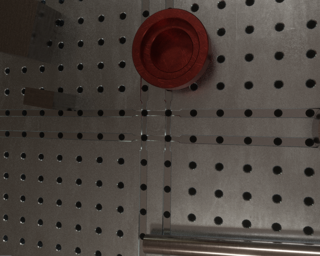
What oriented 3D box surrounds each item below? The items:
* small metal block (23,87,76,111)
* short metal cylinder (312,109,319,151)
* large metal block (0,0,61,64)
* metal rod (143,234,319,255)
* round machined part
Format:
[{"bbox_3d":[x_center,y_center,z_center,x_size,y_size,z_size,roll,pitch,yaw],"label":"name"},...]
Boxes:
[{"bbox_3d":[-0.161,-0.042,0.454,0.050,0.050,0.025,10,94,19],"label":"small metal block"},{"bbox_3d":[0.208,0.002,0.326,0.080,0.050,0.079,0,90,19],"label":"short metal cylinder"},{"bbox_3d":[-0.207,-0.148,0.470,0.080,0.050,0.079,15,95,19],"label":"large metal block"},{"bbox_3d":[0.123,0.147,0.368,0.301,0.025,0.025,-4,89,19],"label":"metal rod"},{"bbox_3d":[0.017,-0.097,0.397,0.098,0.042,0.097,0,90,19],"label":"round machined part"}]
